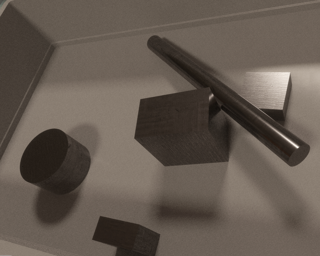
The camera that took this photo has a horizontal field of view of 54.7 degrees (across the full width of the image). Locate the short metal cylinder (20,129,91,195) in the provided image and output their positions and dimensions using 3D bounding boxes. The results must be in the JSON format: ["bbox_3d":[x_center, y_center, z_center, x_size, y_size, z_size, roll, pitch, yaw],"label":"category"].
[{"bbox_3d":[-0.146,0.048,0.435,0.080,0.050,0.080,-13,56,20],"label":"short metal cylinder"}]

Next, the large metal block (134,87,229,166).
[{"bbox_3d":[0.028,0.003,0.353,0.080,0.080,0.050,-8,59,24],"label":"large metal block"}]

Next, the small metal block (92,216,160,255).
[{"bbox_3d":[-0.035,0.118,0.335,0.050,0.050,0.025,2,63,29],"label":"small metal block"}]

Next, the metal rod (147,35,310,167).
[{"bbox_3d":[0.058,-0.055,0.385,0.025,0.025,0.300,-40,44,0],"label":"metal rod"}]

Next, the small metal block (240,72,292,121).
[{"bbox_3d":[0.123,-0.038,0.364,0.050,0.025,0.050,7,65,30],"label":"small metal block"}]
